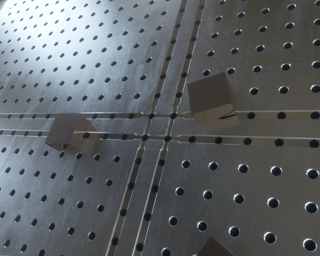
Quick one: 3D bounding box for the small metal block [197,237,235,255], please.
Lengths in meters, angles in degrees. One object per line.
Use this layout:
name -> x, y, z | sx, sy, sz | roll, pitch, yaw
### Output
small metal block -> 0.056, 0.142, 0.293 | 0.050, 0.025, 0.050 | 33, 80, 38

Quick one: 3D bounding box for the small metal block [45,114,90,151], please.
small metal block -> -0.143, 0.007, 0.481 | 0.050, 0.025, 0.050 | 0, 61, 28

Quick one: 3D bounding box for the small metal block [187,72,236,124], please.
small metal block -> 0.065, -0.038, 0.398 | 0.050, 0.025, 0.050 | -16, 55, 19
